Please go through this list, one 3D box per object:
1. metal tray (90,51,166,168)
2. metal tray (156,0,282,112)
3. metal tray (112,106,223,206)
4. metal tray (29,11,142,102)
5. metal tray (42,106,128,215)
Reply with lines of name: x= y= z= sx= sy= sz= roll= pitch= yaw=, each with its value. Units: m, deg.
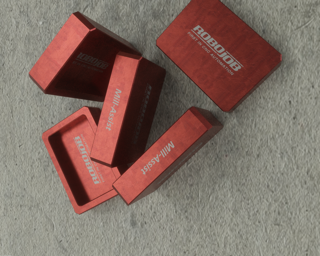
metal tray: x=-0.036 y=-0.021 z=0.387 sx=0.030 sy=0.090 sz=0.129 roll=17 pitch=96 yaw=19
metal tray: x=0.070 y=-0.094 z=0.382 sx=0.090 sy=0.030 sz=0.130 roll=-46 pitch=76 yaw=14
metal tray: x=0.013 y=0.032 z=0.370 sx=0.130 sy=0.090 sz=0.030 roll=-45 pitch=76 yaw=14
metal tray: x=-0.084 y=-0.079 z=0.383 sx=0.030 sy=0.130 sz=0.090 roll=45 pitch=104 yaw=14
metal tray: x=-0.103 y=0.045 z=0.442 sx=0.090 sy=0.030 sz=0.130 roll=-30 pitch=81 yaw=17
